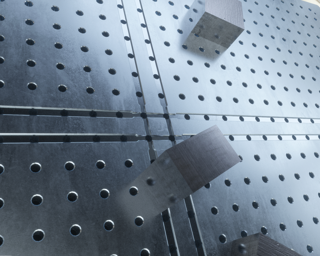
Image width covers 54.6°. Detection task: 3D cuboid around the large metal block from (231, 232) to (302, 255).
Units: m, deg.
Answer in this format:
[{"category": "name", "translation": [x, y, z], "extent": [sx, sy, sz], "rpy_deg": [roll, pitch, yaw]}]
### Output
[{"category": "large metal block", "translation": [0.124, 0.178, 0.350], "extent": [0.080, 0.050, 0.080], "rpy_deg": [30, 52, -9]}]

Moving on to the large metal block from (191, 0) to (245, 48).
[{"category": "large metal block", "translation": [0.105, -0.206, 0.573], "extent": [0.080, 0.050, 0.080], "rpy_deg": [17, 55, -18]}]

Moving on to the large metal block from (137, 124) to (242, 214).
[{"category": "large metal block", "translation": [0.032, 0.048, 0.360], "extent": [0.081, 0.080, 0.050], "rpy_deg": [-24, 75, -36]}]
